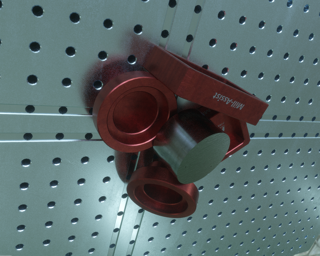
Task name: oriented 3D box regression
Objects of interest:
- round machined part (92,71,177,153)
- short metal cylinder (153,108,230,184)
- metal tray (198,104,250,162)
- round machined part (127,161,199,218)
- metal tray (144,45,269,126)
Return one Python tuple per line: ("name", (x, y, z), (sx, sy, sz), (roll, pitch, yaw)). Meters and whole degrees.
("round machined part", (-0.032, -0.022, 0.370), (0.099, 0.042, 0.097), (-14, 125, -21))
("short metal cylinder", (0.039, 0.023, 0.384), (0.081, 0.050, 0.080), (-26, 141, -23))
("metal tray", (0.066, 0.018, 0.456), (0.131, 0.030, 0.090), (-32, 129, -8))
("round machined part", (0.007, 0.083, 0.434), (0.098, 0.042, 0.097), (12, 139, 11))
("metal tray", (0.056, -0.050, 0.370), (0.131, 0.090, 0.030), (16, 110, -35))
